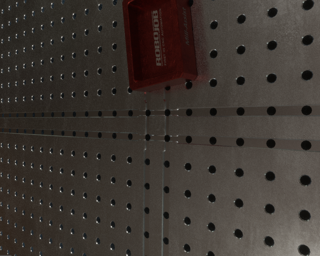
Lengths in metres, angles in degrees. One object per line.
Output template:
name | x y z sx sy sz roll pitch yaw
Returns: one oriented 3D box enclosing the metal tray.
metal tray | -0.003 -0.119 0.406 0.090 0.030 0.129 -9 84 39
